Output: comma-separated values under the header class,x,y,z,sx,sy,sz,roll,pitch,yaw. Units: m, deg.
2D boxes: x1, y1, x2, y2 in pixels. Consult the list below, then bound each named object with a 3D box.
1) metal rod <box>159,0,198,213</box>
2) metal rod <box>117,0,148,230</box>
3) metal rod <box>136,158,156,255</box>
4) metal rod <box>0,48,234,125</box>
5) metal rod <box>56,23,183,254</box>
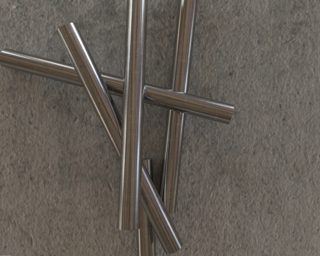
class,x,y,z,sx,sy,sz,roll,pitch,yaw
metal rod,0.024,-0.039,0.410,0.025,0.025,0.298,6,90,-1
metal rod,-0.031,-0.037,0.362,0.025,0.025,0.298,2,82,-1
metal rod,-0.017,0.190,0.409,0.025,0.025,0.298,-2,90,-1
metal rod,-0.058,-0.054,0.392,0.301,0.025,0.025,15,90,6
metal rod,-0.046,0.017,0.377,0.025,0.025,0.299,-25,96,0
